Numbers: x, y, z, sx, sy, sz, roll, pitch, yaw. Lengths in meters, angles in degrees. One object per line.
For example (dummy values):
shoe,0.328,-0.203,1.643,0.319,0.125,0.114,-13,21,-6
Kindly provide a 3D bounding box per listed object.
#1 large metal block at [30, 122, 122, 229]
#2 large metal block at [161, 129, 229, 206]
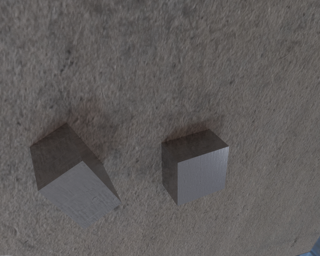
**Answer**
large metal block,-0.096,0.053,0.352,0.050,0.080,0.080,-35,129,-5
large metal block,0.050,0.057,0.455,0.081,0.050,0.079,-15,125,-20
